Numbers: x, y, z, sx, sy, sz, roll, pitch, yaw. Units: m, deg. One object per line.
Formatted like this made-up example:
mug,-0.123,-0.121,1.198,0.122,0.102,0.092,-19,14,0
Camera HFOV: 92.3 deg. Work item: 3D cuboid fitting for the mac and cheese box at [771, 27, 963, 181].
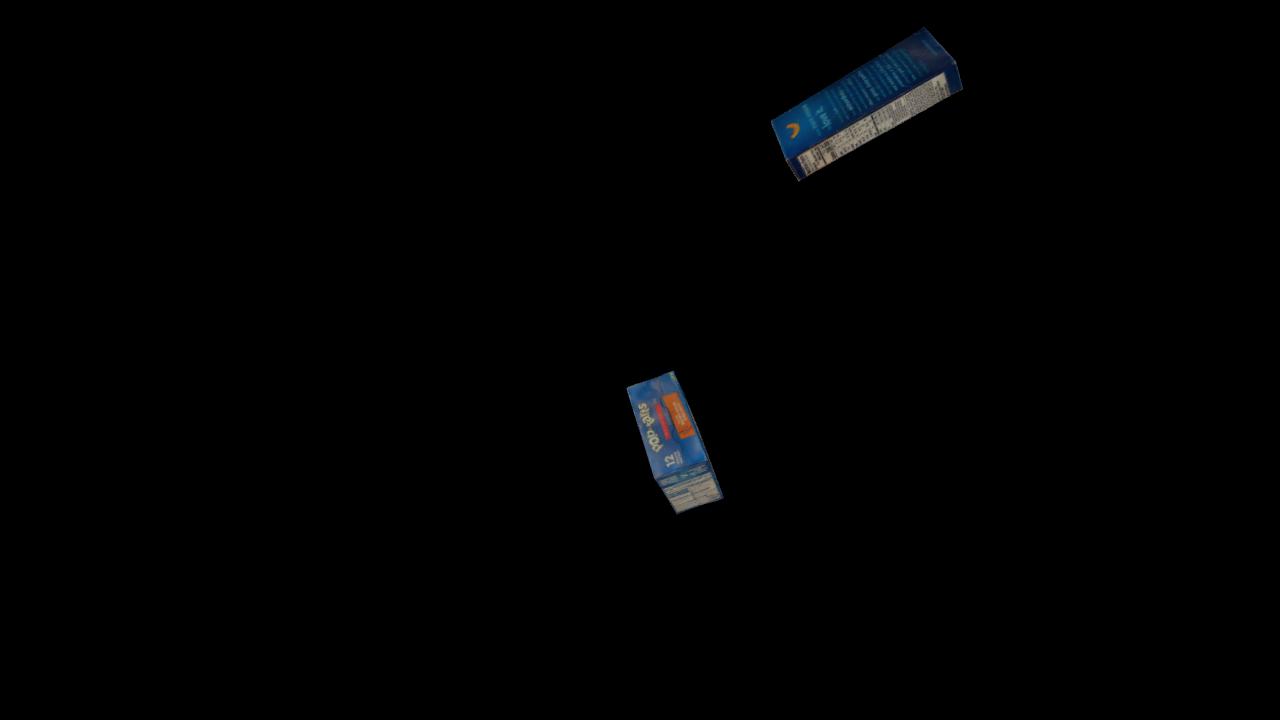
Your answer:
mac and cheese box,0.243,-0.281,0.680,0.184,0.093,0.041,-26,-45,23

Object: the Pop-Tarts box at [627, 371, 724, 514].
Pop-Tarts box,0.055,0.128,0.952,0.083,0.167,0.141,-22,-39,4
